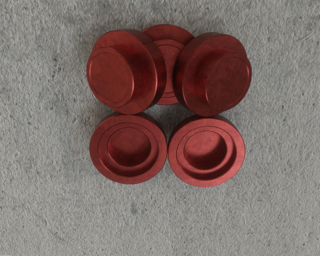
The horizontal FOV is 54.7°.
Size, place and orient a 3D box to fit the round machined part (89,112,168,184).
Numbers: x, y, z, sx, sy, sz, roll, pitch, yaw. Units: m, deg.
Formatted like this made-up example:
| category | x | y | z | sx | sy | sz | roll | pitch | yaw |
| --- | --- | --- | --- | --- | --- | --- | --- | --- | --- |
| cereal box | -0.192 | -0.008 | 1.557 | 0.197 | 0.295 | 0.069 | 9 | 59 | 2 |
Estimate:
| category | x | y | z | sx | sy | sz | roll | pitch | yaw |
| --- | --- | --- | --- | --- | --- | --- | --- | --- | --- |
| round machined part | -0.040 | 0.022 | 0.409 | 0.099 | 0.042 | 0.097 | 0 | 110 | -1 |

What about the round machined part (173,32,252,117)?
| category | x | y | z | sx | sy | sz | roll | pitch | yaw |
| --- | --- | --- | --- | --- | --- | --- | --- | --- | --- |
| round machined part | 0.067 | -0.058 | 0.358 | 0.099 | 0.042 | 0.097 | -15 | 120 | -28 |

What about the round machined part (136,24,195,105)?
| category | x | y | z | sx | sy | sz | roll | pitch | yaw |
| --- | --- | --- | --- | --- | --- | --- | --- | --- | --- |
| round machined part | 0.006 | -0.074 | 0.374 | 0.099 | 0.042 | 0.097 | 0 | 110 | -1 |

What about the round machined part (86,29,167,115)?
| category | x | y | z | sx | sy | sz | roll | pitch | yaw |
| --- | --- | --- | --- | --- | --- | --- | --- | --- | --- |
| round machined part | -0.045 | -0.061 | 0.353 | 0.098 | 0.042 | 0.097 | 14 | 118 | 30 |

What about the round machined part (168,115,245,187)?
| category | x | y | z | sx | sy | sz | roll | pitch | yaw |
| --- | --- | --- | --- | --- | --- | --- | --- | --- | --- |
| round machined part | 0.059 | 0.026 | 0.412 | 0.099 | 0.042 | 0.097 | 0 | 110 | -1 |
